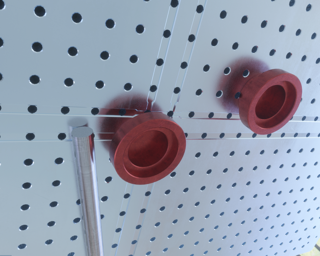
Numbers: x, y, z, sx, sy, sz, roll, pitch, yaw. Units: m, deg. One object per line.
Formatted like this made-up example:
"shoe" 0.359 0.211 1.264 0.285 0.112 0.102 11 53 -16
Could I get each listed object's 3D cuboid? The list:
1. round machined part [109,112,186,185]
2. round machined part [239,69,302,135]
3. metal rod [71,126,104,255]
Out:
"round machined part" -0.019 0.022 0.404 0.099 0.042 0.097 -14 124 -21
"round machined part" 0.158 -0.042 0.460 0.099 0.042 0.097 -14 124 -21
"metal rod" -0.097 0.132 0.440 0.025 0.025 0.298 -12 124 -22
